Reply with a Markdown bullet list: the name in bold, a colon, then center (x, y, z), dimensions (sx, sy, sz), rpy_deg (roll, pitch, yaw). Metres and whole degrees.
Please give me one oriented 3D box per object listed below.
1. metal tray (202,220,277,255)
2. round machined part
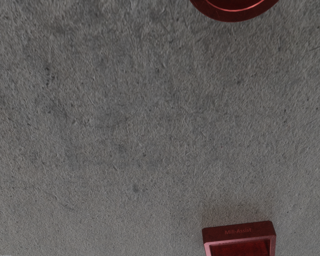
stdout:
- **metal tray**: center (0.151, 0.222, 0.595), dimensions (0.131, 0.030, 0.090), rpy_deg (-9, 130, 7)
- **round machined part**: center (0.066, -0.148, 0.271), dimensions (0.099, 0.042, 0.097), rpy_deg (-1, 130, 0)
